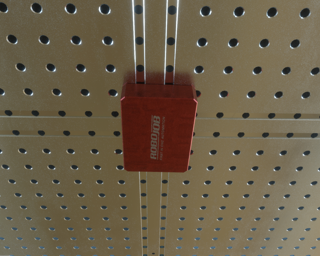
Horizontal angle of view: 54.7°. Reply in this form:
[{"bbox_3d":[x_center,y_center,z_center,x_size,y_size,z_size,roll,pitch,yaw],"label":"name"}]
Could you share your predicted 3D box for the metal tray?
[{"bbox_3d":[-0.003,0.005,0.411,0.091,0.030,0.129,1,130,-2],"label":"metal tray"}]
